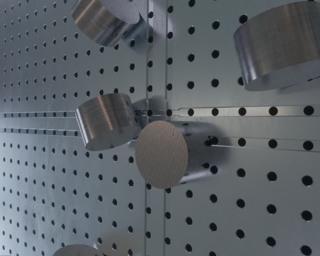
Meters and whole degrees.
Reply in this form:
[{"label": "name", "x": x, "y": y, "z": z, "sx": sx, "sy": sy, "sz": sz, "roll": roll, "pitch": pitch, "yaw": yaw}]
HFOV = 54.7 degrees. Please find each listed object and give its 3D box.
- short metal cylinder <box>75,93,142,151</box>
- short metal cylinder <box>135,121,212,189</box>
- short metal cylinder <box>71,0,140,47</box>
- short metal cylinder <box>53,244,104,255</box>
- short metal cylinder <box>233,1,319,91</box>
[{"label": "short metal cylinder", "x": -0.071, "y": -0.007, "z": 0.433, "sx": 0.080, "sy": 0.081, "sz": 0.050, "roll": -33, "pitch": 70, "yaw": 35}, {"label": "short metal cylinder", "x": 0.016, "y": 0.031, "z": 0.380, "sx": 0.080, "sy": 0.050, "sz": 0.079, "roll": 0, "pitch": 90, "yaw": 40}, {"label": "short metal cylinder", "x": -0.076, "y": -0.162, "z": 0.436, "sx": 0.050, "sy": 0.081, "sz": 0.080, "roll": -36, "pitch": 68, "yaw": 34}, {"label": "short metal cylinder", "x": -0.129, "y": 0.226, "z": 0.480, "sx": 0.080, "sy": 0.081, "sz": 0.050, "roll": 20, "pitch": 103, "yaw": 38}, {"label": "short metal cylinder", "x": 0.112, "y": -0.070, "z": 0.281, "sx": 0.080, "sy": 0.081, "sz": 0.050, "roll": -17, "pitch": 79, "yaw": 39}]
